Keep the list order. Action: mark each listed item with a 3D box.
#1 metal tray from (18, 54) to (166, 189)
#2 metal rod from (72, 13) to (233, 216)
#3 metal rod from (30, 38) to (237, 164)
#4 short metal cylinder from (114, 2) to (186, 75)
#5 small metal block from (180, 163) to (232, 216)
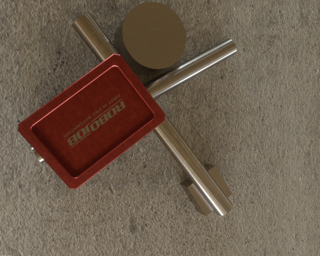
[{"bbox_3d":[-0.071,-0.008,0.341,0.130,0.030,0.090,-38,102,-4],"label":"metal tray"},{"bbox_3d":[-0.001,-0.007,0.385,0.025,0.025,0.300,-41,103,-16],"label":"metal rod"},{"bbox_3d":[-0.020,-0.044,0.404,0.302,0.025,0.025,-31,101,-18],"label":"metal rod"},{"bbox_3d":[-0.014,-0.110,0.392,0.081,0.050,0.079,0,90,-21],"label":"short metal cylinder"},{"bbox_3d":[0.065,0.086,0.435,0.050,0.025,0.050,-35,102,-17],"label":"small metal block"}]
